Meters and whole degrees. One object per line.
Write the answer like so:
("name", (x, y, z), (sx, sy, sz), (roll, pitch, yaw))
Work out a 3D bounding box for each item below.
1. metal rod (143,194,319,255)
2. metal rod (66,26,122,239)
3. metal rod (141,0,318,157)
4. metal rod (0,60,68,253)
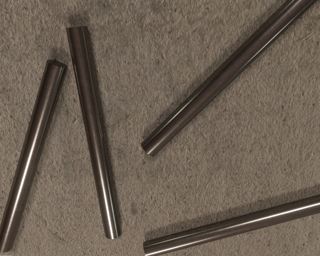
("metal rod", (0.122, 0.145, 0.465), (0.301, 0.025, 0.025), (-17, 110, 5))
("metal rod", (-0.084, 0.020, 0.415), (0.025, 0.025, 0.298), (-5, 110, 1))
("metal rod", (0.087, -0.072, 0.384), (0.025, 0.025, 0.299), (42, 104, -14))
("metal rod", (-0.182, 0.051, 0.425), (0.025, 0.025, 0.298), (21, 109, -8))
